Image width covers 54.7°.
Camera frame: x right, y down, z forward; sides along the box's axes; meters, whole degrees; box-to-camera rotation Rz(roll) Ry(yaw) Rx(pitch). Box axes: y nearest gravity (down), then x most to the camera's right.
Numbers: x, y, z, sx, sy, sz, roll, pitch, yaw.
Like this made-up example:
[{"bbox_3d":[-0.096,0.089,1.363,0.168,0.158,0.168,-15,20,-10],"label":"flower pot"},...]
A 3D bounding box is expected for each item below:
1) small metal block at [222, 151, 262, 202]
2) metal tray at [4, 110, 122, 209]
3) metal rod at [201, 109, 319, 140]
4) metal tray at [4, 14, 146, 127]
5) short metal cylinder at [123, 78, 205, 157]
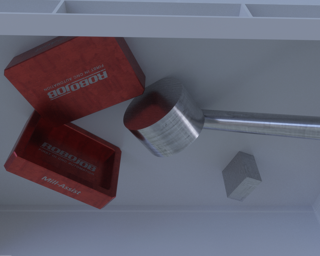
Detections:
[{"bbox_3d":[0.119,0.071,0.455,0.025,0.050,0.050,18,128,-15],"label":"small metal block"},{"bbox_3d":[-0.115,0.038,0.397,0.131,0.090,0.030,31,124,-24],"label":"metal tray"},{"bbox_3d":[0.164,0.000,0.329,0.300,0.025,0.025,6,136,29],"label":"metal rod"},{"bbox_3d":[-0.093,-0.060,0.354,0.130,0.030,0.090,-19,128,15],"label":"metal tray"},{"bbox_3d":[0.005,-0.013,0.362,0.080,0.080,0.050,-27,125,20],"label":"short metal cylinder"}]
